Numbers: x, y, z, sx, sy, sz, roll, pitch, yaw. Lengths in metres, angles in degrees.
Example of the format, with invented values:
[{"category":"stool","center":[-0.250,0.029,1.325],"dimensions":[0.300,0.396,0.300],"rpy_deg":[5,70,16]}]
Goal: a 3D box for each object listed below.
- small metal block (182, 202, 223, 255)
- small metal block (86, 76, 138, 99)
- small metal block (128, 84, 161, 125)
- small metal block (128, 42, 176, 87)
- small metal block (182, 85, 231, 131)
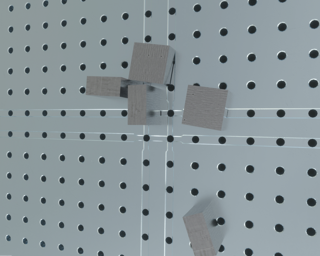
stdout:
[{"category":"small metal block","center":[0.054,0.124,0.381],"dimensions":[0.025,0.050,0.050],"rpy_deg":[-20,84,19]},{"category":"small metal block","center":[-0.065,-0.054,0.423],"dimensions":[0.050,0.050,0.025],"rpy_deg":[5,92,20]},{"category":"small metal block","center":[-0.020,-0.029,0.407],"dimensions":[0.025,0.050,0.050],"rpy_deg":[0,90,20]},{"category":"small metal block","center":[-0.011,-0.085,0.417],"dimensions":[0.050,0.025,0.050],"rpy_deg":[11,94,19]},{"category":"small metal block","center":[0.059,-0.025,0.392],"dimensions":[0.050,0.025,0.050],"rpy_deg":[10,94,19]}]
